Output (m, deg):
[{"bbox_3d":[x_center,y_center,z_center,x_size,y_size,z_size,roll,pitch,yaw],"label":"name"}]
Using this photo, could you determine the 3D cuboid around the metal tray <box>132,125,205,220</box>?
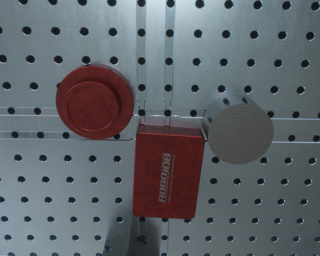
[{"bbox_3d":[0.009,0.064,0.435,0.091,0.030,0.129,4,110,-2],"label":"metal tray"}]

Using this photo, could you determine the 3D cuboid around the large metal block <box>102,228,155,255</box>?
[{"bbox_3d":[-0.044,0.214,0.462,0.050,0.080,0.080,-32,107,11],"label":"large metal block"}]

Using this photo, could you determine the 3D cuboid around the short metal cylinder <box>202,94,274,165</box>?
[{"bbox_3d":[0.099,0.000,0.402,0.081,0.050,0.079,0,110,0],"label":"short metal cylinder"}]

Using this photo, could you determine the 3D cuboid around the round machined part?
[{"bbox_3d":[-0.083,-0.030,0.392,0.099,0.042,0.097,0,110,-1],"label":"round machined part"}]
